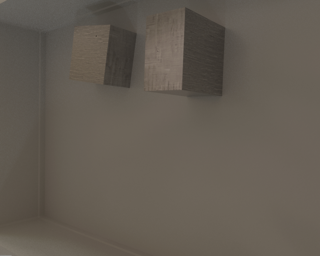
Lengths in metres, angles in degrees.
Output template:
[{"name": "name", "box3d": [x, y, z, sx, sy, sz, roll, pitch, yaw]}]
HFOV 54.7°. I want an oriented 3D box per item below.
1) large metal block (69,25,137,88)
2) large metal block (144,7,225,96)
[{"name": "large metal block", "box3d": [-0.086, -0.105, 0.459, 0.080, 0.050, 0.079, 13, 99, 39]}, {"name": "large metal block", "box3d": [0.029, -0.078, 0.345, 0.050, 0.081, 0.079, 4, 93, 39]}]
